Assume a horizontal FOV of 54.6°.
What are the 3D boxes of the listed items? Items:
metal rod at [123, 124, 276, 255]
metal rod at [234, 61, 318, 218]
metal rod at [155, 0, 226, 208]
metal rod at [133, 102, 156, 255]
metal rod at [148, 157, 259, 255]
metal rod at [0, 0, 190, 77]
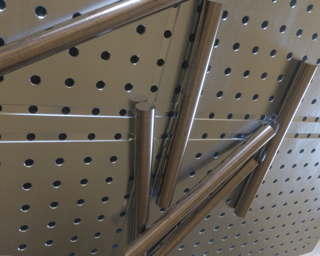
[{"bbox_3d":[0.066,0.097,0.487,0.301,0.025,0.025,-40,130,-9],"label":"metal rod"},{"bbox_3d":[0.191,0.033,0.534,0.025,0.025,0.298,2,118,-29],"label":"metal rod"},{"bbox_3d":[0.034,-0.014,0.420,0.025,0.025,0.298,-2,119,-27],"label":"metal rod"},{"bbox_3d":[-0.027,0.102,0.458,0.025,0.025,0.298,-10,123,-23],"label":"metal rod"},{"bbox_3d":[0.056,0.161,0.540,0.300,0.025,0.025,-46,129,4],"label":"metal rod"},{"bbox_3d":[-0.084,-0.094,0.306,0.302,0.025,0.025,-26,128,-12],"label":"metal rod"}]
